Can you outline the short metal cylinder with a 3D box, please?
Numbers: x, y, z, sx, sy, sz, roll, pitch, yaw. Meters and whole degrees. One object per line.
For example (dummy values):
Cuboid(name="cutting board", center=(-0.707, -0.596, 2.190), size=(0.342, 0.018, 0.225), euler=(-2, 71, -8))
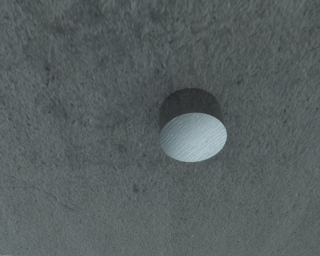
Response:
Cuboid(name="short metal cylinder", center=(0.039, -0.003, 0.389), size=(0.081, 0.050, 0.079), euler=(0, 130, 0))
